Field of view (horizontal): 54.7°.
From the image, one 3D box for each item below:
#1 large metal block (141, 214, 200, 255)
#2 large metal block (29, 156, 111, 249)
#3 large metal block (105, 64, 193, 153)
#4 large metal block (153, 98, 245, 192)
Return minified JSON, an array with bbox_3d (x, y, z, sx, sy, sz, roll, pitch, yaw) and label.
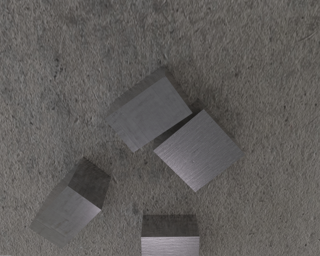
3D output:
[{"bbox_3d":[0.015,0.178,0.462,0.081,0.050,0.079,-1,110,0],"label":"large metal block"},{"bbox_3d":[-0.116,0.097,0.415,0.050,0.080,0.080,41,105,-14],"label":"large metal block"},{"bbox_3d":[-0.012,-0.027,0.370,0.080,0.080,0.050,-34,107,11],"label":"large metal block"},{"bbox_3d":[0.048,0.022,0.405,0.080,0.050,0.080,-40,106,13],"label":"large metal block"}]
